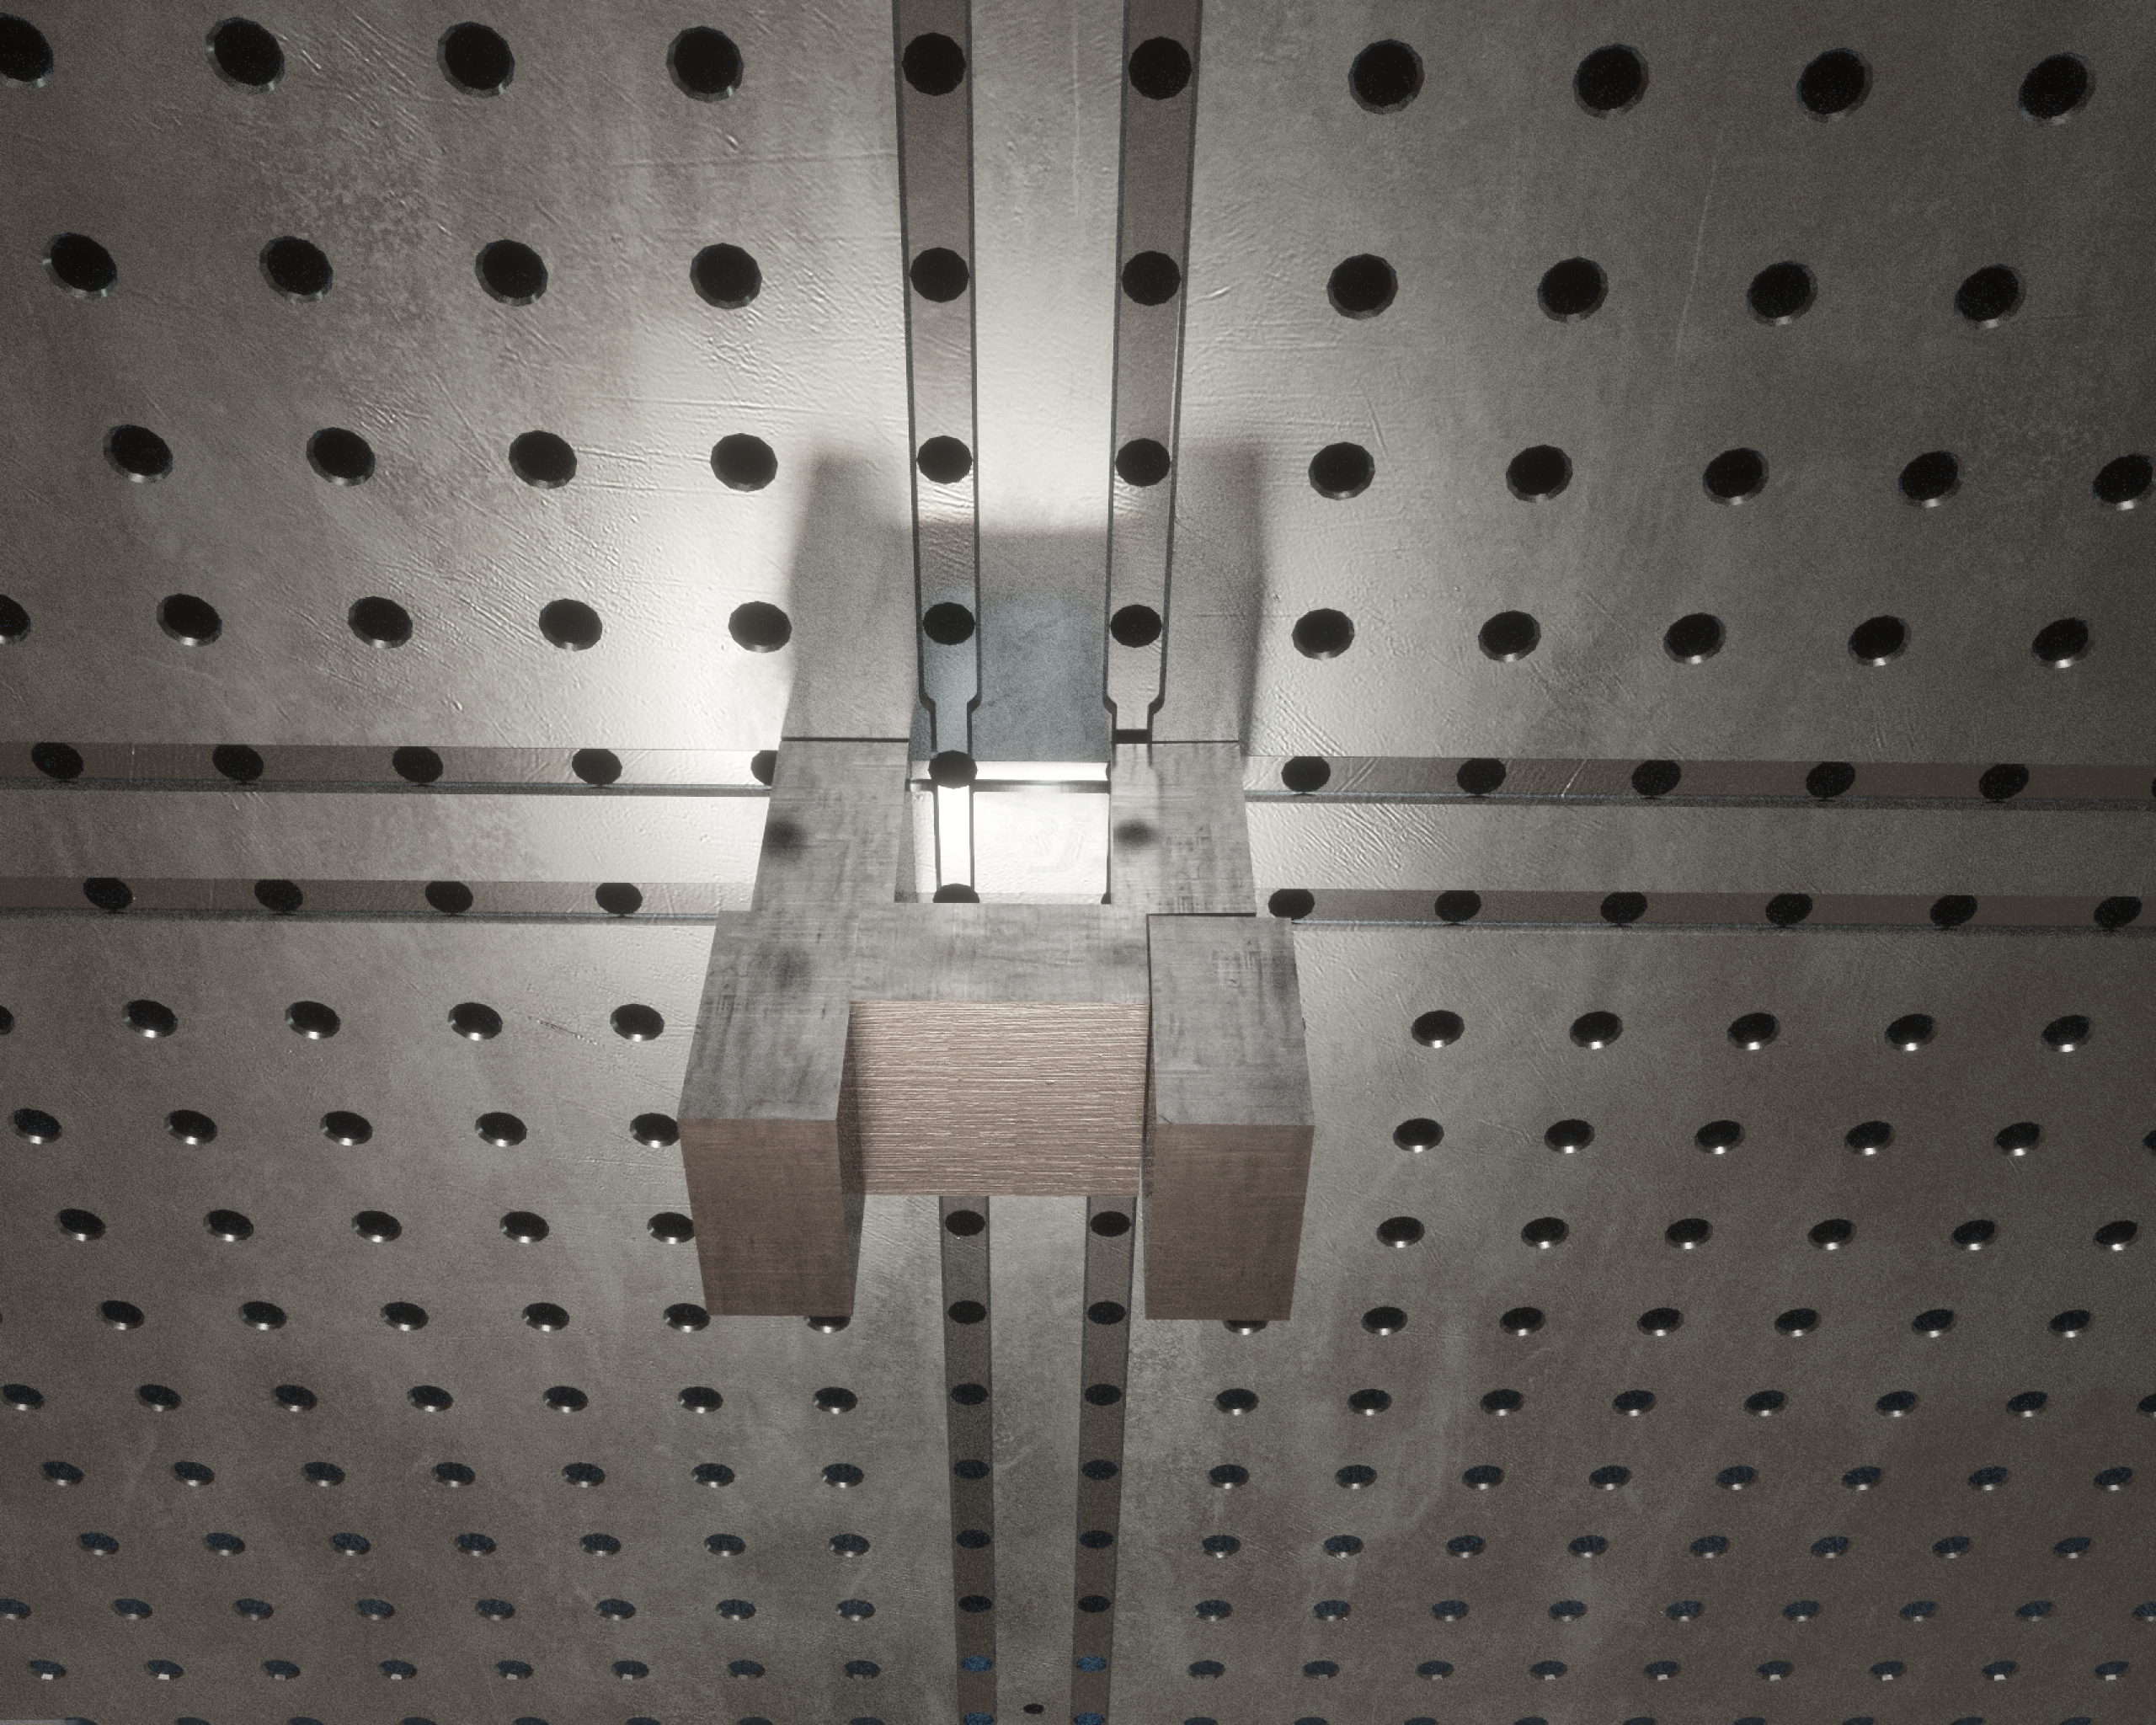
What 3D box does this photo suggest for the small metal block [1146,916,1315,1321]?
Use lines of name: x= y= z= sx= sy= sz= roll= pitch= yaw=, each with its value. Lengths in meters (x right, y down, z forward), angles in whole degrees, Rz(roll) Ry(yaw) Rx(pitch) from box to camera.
small metal block: x=0.025 y=0.045 z=0.366 sx=0.025 sy=0.050 sz=0.050 roll=1 pitch=130 yaw=-1

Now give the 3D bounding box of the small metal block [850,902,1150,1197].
small metal block: x=-0.014 y=0.034 z=0.376 sx=0.050 sy=0.025 sz=0.050 roll=0 pitch=130 yaw=-1

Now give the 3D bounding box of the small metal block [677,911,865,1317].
small metal block: x=-0.051 y=0.044 z=0.365 sx=0.025 sy=0.050 sz=0.050 roll=1 pitch=130 yaw=-1

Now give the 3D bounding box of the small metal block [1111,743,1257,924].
small metal block: x=0.019 y=0.012 z=0.405 sx=0.025 sy=0.050 sz=0.050 roll=-1 pitch=130 yaw=0

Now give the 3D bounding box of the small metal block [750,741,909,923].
small metal block: x=-0.046 y=0.012 z=0.403 sx=0.025 sy=0.050 sz=0.050 roll=0 pitch=130 yaw=-1
